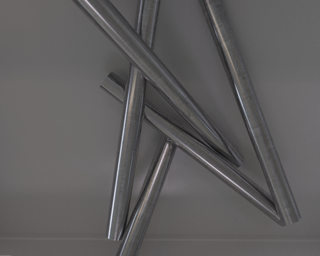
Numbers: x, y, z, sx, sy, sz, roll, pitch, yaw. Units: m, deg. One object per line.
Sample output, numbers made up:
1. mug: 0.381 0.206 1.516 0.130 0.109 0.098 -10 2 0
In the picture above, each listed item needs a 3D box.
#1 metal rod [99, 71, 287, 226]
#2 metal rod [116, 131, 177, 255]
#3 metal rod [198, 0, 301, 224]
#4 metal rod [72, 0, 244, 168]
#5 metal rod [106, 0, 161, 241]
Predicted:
1. metal rod: 0.052 0.032 0.397 0.301 0.025 0.025 38 106 -9
2. metal rod: -0.035 0.142 0.379 0.025 0.025 0.299 23 76 -8
3. metal rod: 0.109 -0.022 0.373 0.025 0.025 0.299 -22 98 7
4. metal rod: 0.015 -0.040 0.346 0.025 0.025 0.300 -38 125 13
5. metal rod: -0.033 -0.007 0.360 0.025 0.025 0.298 9 103 -3
